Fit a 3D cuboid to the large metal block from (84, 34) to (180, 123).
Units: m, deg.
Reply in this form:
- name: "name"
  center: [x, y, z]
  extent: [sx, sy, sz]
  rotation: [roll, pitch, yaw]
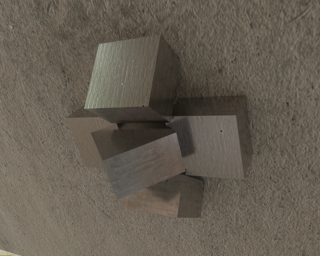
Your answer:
- name: "large metal block"
  center: [-0.029, -0.051, 0.348]
  extent: [0.080, 0.080, 0.050]
  rotation: [0, 162, 28]

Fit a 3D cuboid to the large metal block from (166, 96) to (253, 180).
- name: "large metal block"
  center: [0.059, 0.010, 0.363]
  extent: [0.080, 0.050, 0.080]
  rotation: [0, 119, 28]

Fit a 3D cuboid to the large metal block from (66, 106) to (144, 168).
- name: "large metal block"
  center: [-0.072, 0.009, 0.434]
  extent: [0.080, 0.050, 0.080]
  rotation: [0, 118, 28]

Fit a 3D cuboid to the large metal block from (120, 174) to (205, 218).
- name: "large metal block"
  center: [0.006, 0.088, 0.415]
  extent: [0.080, 0.080, 0.050]
  rotation: [2, 76, 28]

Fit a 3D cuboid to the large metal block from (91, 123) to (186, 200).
- name: "large metal block"
  center: [-0.028, 0.027, 0.360]
  extent: [0.080, 0.081, 0.050]
  rotation: [-137, 29, -61]
